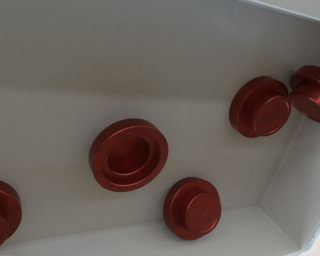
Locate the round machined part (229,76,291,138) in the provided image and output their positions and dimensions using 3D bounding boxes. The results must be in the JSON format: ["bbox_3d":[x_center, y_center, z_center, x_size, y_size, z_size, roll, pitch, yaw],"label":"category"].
[{"bbox_3d":[0.158,-0.026,0.471,0.099,0.042,0.097,-14,125,-21],"label":"round machined part"}]

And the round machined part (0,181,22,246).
[{"bbox_3d":[-0.210,0.107,0.350,0.099,0.042,0.097,-14,125,-21],"label":"round machined part"}]

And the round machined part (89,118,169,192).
[{"bbox_3d":[-0.042,0.030,0.395,0.099,0.042,0.097,-14,125,-21],"label":"round machined part"}]

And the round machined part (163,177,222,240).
[{"bbox_3d":[0.058,0.130,0.489,0.099,0.042,0.097,-3,96,-29],"label":"round machined part"}]

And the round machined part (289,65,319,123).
[{"bbox_3d":[0.236,-0.044,0.464,0.042,0.098,0.098,-47,130,-2],"label":"round machined part"}]
